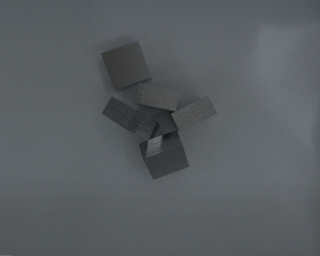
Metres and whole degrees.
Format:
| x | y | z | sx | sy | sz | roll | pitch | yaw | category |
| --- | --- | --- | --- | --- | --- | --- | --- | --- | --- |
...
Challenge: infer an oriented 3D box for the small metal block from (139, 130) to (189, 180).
| x | y | z | sx | sy | sz | roll | pitch | yaw | category |
| --- | --- | --- | --- | --- | --- | --- | --- | --- | --- |
| 0.006 | 0.035 | 0.397 | 0.050 | 0.050 | 0.025 | -20 | 48 | 0 | small metal block |

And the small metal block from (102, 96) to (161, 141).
| x | y | z | sx | sy | sz | roll | pitch | yaw | category |
| --- | --- | --- | --- | --- | --- | --- | --- | --- | --- |
| -0.035 | -0.011 | 0.388 | 0.050 | 0.050 | 0.025 | 30 | 90 | 41 | small metal block |

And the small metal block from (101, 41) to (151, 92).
| x | y | z | sx | sy | sz | roll | pitch | yaw | category |
| --- | --- | --- | --- | --- | --- | --- | --- | --- | --- |
| -0.044 | -0.081 | 0.411 | 0.050 | 0.025 | 0.050 | -20 | 90 | 0 | small metal block |

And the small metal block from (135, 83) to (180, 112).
| x | y | z | sx | sy | sz | roll | pitch | yaw | category |
| --- | --- | --- | --- | --- | --- | --- | --- | --- | --- |
| -0.003 | -0.037 | 0.399 | 0.050 | 0.050 | 0.025 | 12 | 90 | 0 | small metal block |

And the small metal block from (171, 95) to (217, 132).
| x | y | z | sx | sy | sz | roll | pitch | yaw | category |
| --- | --- | --- | --- | --- | --- | --- | --- | --- | --- |
| 0.041 | -0.017 | 0.399 | 0.050 | 0.050 | 0.025 | -26 | 90 | 0 | small metal block |
